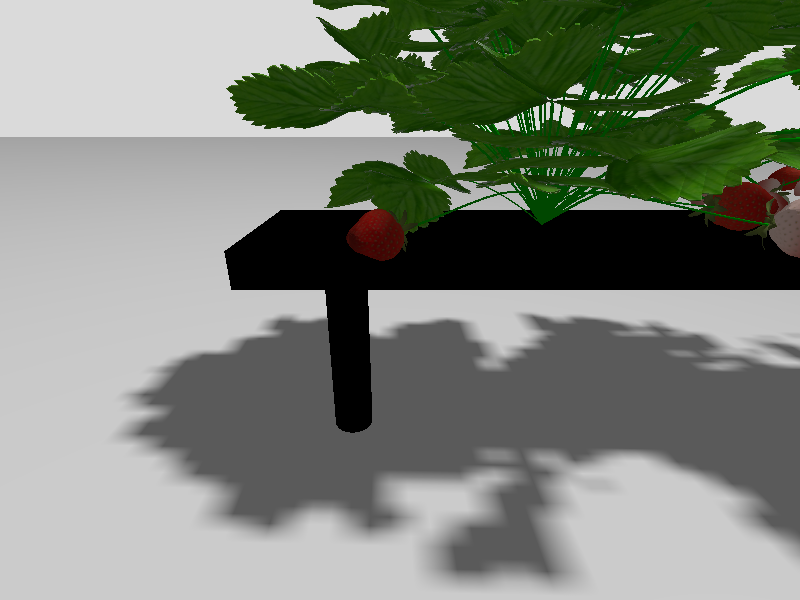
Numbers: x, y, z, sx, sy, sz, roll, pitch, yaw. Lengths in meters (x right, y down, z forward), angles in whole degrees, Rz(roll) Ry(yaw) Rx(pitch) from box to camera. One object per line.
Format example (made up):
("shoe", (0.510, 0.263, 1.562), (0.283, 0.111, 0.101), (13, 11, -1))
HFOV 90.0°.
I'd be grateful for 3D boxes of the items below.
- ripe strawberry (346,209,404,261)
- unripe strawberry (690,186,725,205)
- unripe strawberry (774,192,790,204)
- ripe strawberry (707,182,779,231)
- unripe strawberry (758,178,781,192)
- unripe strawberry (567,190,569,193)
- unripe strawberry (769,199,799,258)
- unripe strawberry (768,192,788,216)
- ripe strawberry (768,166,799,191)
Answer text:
("ripe strawberry", (-0.016, -0.041, 0.253), (0.036, 0.031, 0.036), (-17, 29, -32))
("unripe strawberry", (0.330, -0.116, 0.433), (0.033, 0.032, 0.030), (-41, 3, 31))
("unripe strawberry", (0.353, -0.089, 0.377), (0.022, 0.022, 0.024), (29, 16, -19))
("ripe strawberry", (0.276, -0.076, 0.322), (0.045, 0.038, 0.044), (4, 24, 8))
("unripe strawberry", (0.436, -0.134, 0.477), (0.024, 0.021, 0.024), (-22, 28, -40))
("unripe strawberry", (0.194, -0.129, 0.475), (0.011, 0.011, 0.011), (12, 26, 25))
("unripe strawberry", (0.265, -0.046, 0.254), (0.045, 0.038, 0.045), (17, 29, 32))
("unripe strawberry", (0.327, -0.083, 0.355), (0.026, 0.026, 0.029), (0, 24, -3))
("ripe strawberry", (0.500, -0.158, 0.518), (0.037, 0.032, 0.037), (-9, 12, -20))
